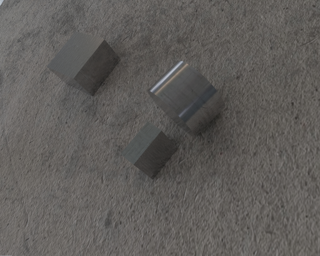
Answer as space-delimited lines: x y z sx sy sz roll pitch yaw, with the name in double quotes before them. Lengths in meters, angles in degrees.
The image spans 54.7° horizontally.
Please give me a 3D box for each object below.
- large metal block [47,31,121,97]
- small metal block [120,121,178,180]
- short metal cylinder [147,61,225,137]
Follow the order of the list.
"large metal block" -0.128 -0.110 0.522 0.080 0.050 0.080 25 75 36
"small metal block" -0.012 0.028 0.377 0.025 0.050 0.050 33 80 38
"short metal cylinder" 0.031 -0.034 0.373 0.050 0.080 0.080 -45 51 -3
